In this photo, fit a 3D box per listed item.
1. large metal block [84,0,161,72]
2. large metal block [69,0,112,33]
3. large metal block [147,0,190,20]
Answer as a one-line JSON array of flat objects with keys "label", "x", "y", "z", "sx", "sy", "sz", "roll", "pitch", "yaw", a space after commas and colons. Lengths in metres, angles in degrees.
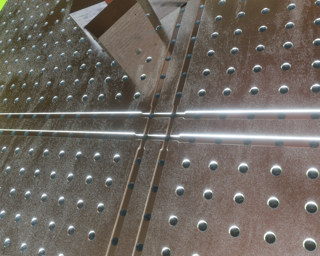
[{"label": "large metal block", "x": -0.058, "y": -0.152, "z": 0.498, "sx": 0.080, "sy": 0.080, "sz": 0.050, "roll": -44, "pitch": 51, "yaw": -2}, {"label": "large metal block", "x": -0.121, "y": -0.243, "z": 0.607, "sx": 0.080, "sy": 0.050, "sz": 0.080, "roll": -9, "pitch": 58, "yaw": 23}, {"label": "large metal block", "x": 0.009, "y": -0.249, "z": 0.541, "sx": 0.080, "sy": 0.050, "sz": 0.080, "roll": -32, "pitch": 52, "yaw": 8}]
